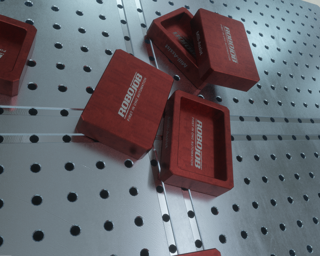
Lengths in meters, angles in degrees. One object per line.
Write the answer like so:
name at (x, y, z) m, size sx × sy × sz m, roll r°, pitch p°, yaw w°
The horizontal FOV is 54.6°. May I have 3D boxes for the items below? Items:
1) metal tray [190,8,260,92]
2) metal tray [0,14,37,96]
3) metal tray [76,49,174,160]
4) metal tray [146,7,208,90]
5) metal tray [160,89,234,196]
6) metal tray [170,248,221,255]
metal tray at (0.102, -0.126, 0.496) m, size 0.091 × 0.030 × 0.130 m, roll 9°, pitch 58°, yaw -24°
metal tray at (-0.216, -0.095, 0.346) m, size 0.131 × 0.030 × 0.090 m, roll 15°, pitch 56°, yaw -20°
metal tray at (-0.040, -0.034, 0.404) m, size 0.090 × 0.030 × 0.130 m, roll 26°, pitch 53°, yaw -12°
metal tray at (0.053, -0.135, 0.514) m, size 0.130 × 0.030 × 0.090 m, roll 47°, pitch 51°, yaw 4°
metal tray at (0.051, 0.018, 0.420) m, size 0.091 × 0.030 × 0.130 m, roll 18°, pitch 55°, yaw -18°
metal tray at (0.031, 0.193, 0.303) m, size 0.091 × 0.030 × 0.130 m, roll 2°, pitch 61°, yaw -27°
